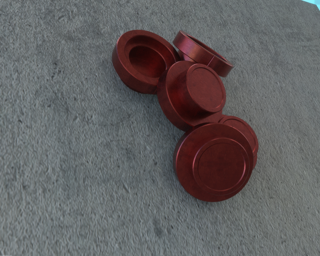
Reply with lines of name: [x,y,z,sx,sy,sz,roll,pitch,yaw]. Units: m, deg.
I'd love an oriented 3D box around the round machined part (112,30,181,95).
round machined part: [-0.021,-0.087,0.438,0.099,0.042,0.098,14,56,-21]

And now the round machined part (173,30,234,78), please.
round machined part: [0.060,-0.105,0.475,0.098,0.042,0.098,29,21,-12]

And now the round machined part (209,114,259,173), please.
round machined part: [0.098,0.021,0.436,0.099,0.042,0.098,14,56,-21]

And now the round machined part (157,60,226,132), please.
round machined part: [0.048,-0.045,0.407,0.099,0.042,0.098,14,64,-32]

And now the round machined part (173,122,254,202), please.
round machined part: [0.068,0.043,0.374,0.099,0.042,0.097,-1,95,-9]
